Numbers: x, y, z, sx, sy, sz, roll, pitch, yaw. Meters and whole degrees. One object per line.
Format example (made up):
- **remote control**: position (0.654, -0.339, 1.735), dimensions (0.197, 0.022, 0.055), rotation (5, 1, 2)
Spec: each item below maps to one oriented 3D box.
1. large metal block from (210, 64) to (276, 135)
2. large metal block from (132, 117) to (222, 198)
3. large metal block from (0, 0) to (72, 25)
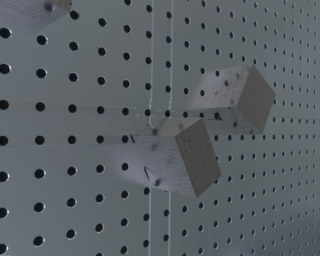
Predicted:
- **large metal block**: position (0.138, -0.044, 0.506), dimensions (0.080, 0.050, 0.080), rotation (39, 66, -33)
- **large metal block**: position (0.021, 0.034, 0.390), dimensions (0.050, 0.080, 0.080), rotation (-32, 110, -35)
- **large metal block**: position (-0.124, -0.155, 0.288), dimensions (0.081, 0.050, 0.080), rotation (14, 81, -39)
